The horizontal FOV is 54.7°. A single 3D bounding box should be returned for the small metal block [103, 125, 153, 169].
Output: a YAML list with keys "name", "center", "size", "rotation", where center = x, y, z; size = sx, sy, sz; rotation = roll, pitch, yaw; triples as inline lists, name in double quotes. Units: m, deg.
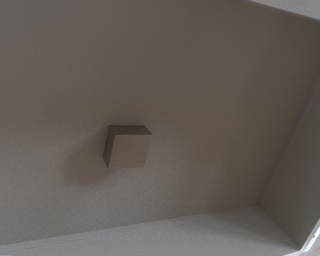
- name: "small metal block"
  center: [-0.043, 0.024, 0.402]
  size: [0.050, 0.025, 0.050]
  rotation: [0, 118, -29]
